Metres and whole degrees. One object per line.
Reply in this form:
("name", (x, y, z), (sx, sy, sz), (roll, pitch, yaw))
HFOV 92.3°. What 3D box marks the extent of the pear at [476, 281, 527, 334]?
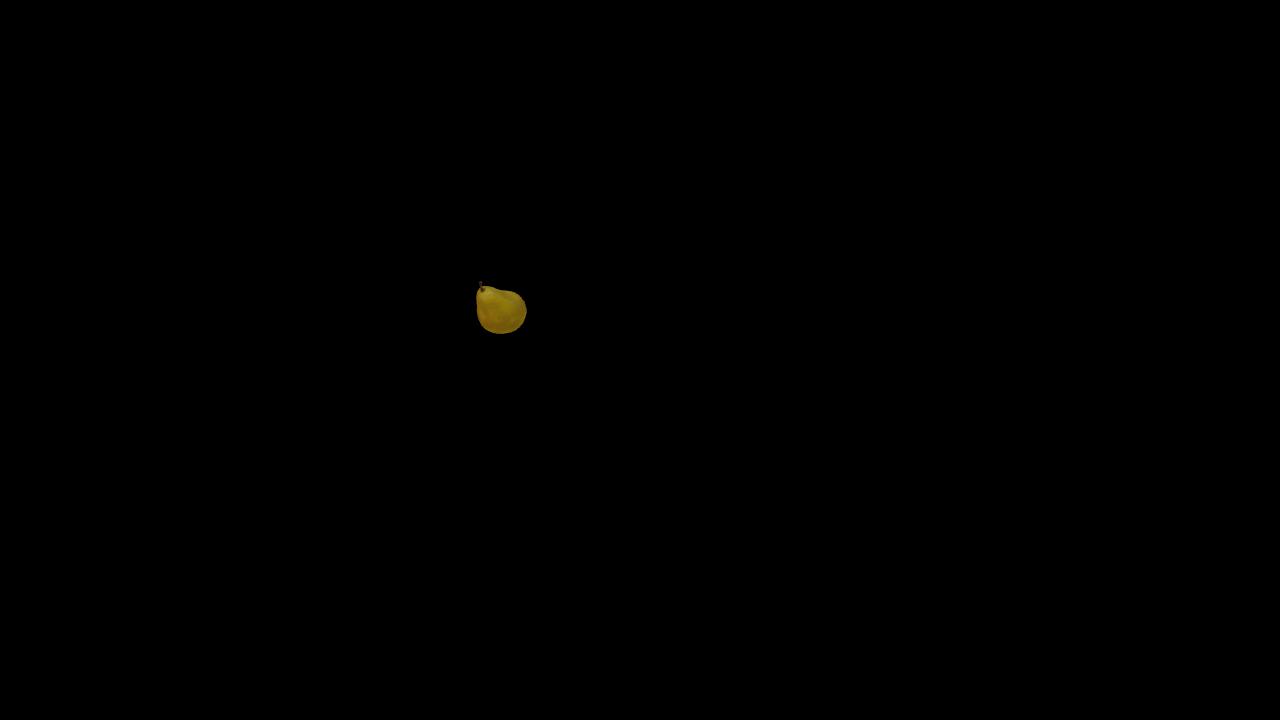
("pear", (-0.237, -0.089, 0.989), (0.080, 0.080, 0.111), (0, -25, 31))
